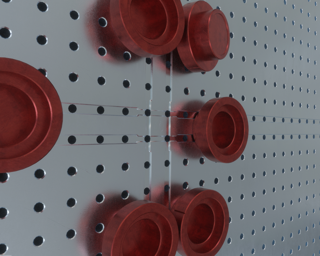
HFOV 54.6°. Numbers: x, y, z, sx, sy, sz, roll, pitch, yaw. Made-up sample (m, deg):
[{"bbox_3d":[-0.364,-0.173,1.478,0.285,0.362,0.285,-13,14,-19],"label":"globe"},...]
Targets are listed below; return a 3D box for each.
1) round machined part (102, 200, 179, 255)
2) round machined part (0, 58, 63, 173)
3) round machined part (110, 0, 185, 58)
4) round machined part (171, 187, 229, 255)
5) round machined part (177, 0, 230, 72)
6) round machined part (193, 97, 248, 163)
[{"bbox_3d":[-0.027,0.136,0.375,0.099,0.042,0.097,0,90,-40],"label":"round machined part"},{"bbox_3d":[-0.143,-0.011,0.278,0.099,0.042,0.097,0,90,-40],"label":"round machined part"},{"bbox_3d":[-0.019,-0.135,0.381,0.099,0.042,0.097,0,90,-40],"label":"round machined part"},{"bbox_3d":[0.051,0.133,0.440,0.099,0.042,0.097,0,90,-40],"label":"round machined part"},{"bbox_3d":[0.066,-0.129,0.437,0.099,0.042,0.097,-4,95,-54],"label":"round machined part"},{"bbox_3d":[0.088,0.003,0.470,0.099,0.042,0.097,0,90,-40],"label":"round machined part"}]
